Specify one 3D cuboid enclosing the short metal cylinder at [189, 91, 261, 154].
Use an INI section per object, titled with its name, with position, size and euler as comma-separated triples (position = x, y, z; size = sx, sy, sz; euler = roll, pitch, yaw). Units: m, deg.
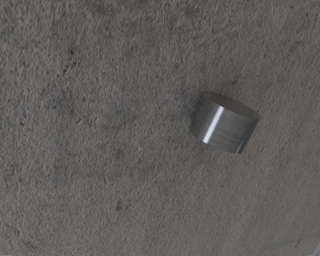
[short metal cylinder]
position = 0.085, -0.009, 0.411
size = 0.081, 0.080, 0.050
euler = 9, 114, -32
